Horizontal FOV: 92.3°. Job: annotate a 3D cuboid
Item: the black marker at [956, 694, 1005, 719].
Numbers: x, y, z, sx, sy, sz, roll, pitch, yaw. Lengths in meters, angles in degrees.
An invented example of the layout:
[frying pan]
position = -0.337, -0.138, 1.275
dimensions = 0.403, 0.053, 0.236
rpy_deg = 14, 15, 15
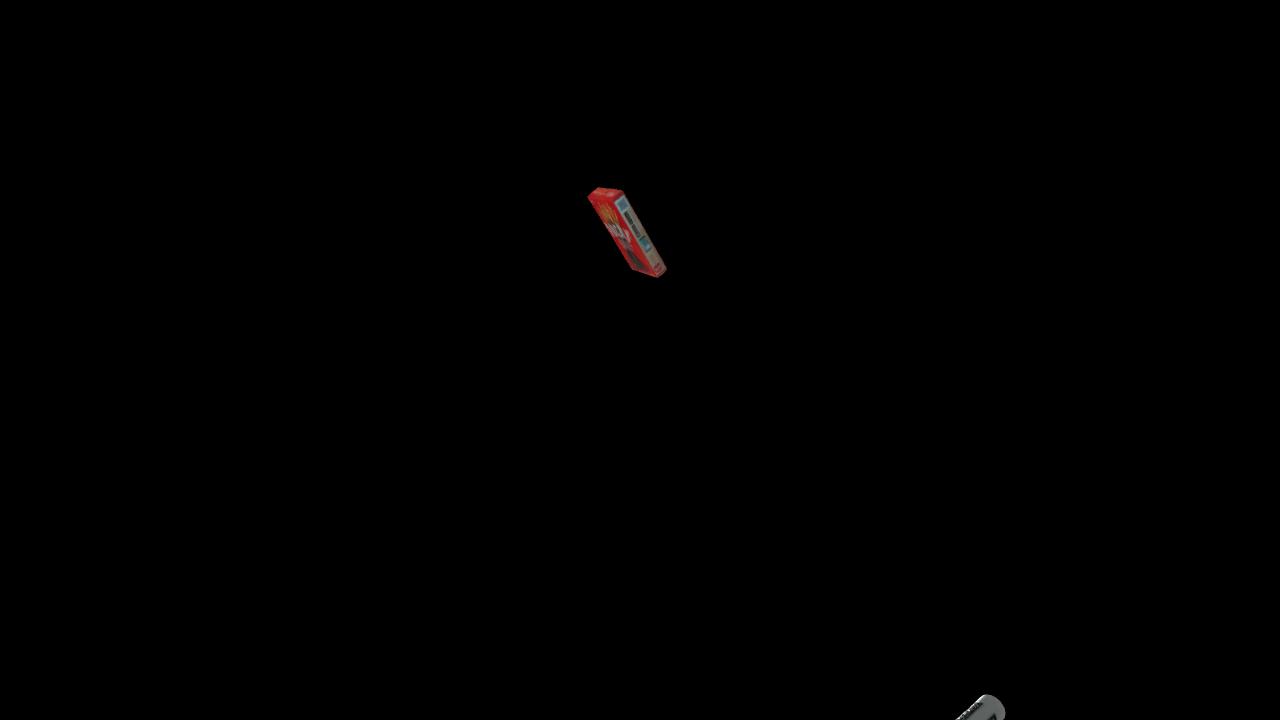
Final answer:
[black marker]
position = 0.219, 0.265, 0.428
dimensions = 0.121, 0.020, 0.020
rpy_deg = -4, 2, -38

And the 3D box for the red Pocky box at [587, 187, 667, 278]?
[red Pocky box]
position = -0.020, -0.204, 0.988
dimensions = 0.028, 0.155, 0.083
rpy_deg = -42, 34, -13
